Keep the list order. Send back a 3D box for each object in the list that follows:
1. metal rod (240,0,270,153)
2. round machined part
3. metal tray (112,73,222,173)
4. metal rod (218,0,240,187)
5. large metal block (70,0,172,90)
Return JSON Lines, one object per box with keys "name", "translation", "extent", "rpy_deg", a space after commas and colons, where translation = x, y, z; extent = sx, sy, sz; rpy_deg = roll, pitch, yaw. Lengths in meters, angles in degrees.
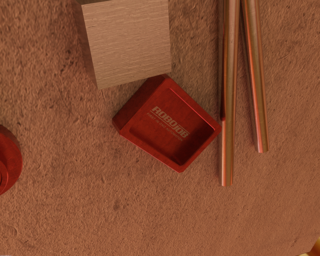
{"name": "metal rod", "translation": [0.133, -0.078, 0.433], "extent": [0.025, 0.025, 0.299], "rpy_deg": [-28, 128, -11]}
{"name": "round machined part", "translation": [-0.194, 0.041, 0.316], "extent": [0.099, 0.042, 0.097], "rpy_deg": [-14, 125, -21]}
{"name": "metal tray", "translation": [0.014, -0.003, 0.410], "extent": [0.090, 0.030, 0.130], "rpy_deg": [-48, 129, 5]}
{"name": "metal rod", "translation": [0.096, -0.031, 0.441], "extent": [0.025, 0.025, 0.298], "rpy_deg": [-20, 126, -17]}
{"name": "large metal block", "translation": [-0.037, -0.093, 0.313], "extent": [0.081, 0.050, 0.079], "rpy_deg": [-18, 126, -19]}
